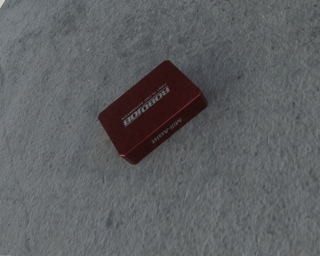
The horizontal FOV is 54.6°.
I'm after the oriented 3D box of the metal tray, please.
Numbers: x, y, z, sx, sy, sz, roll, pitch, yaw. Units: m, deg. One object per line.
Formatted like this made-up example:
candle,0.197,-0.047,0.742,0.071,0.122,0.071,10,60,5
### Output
metal tray,-0.013,-0.024,0.423,0.130,0.030,0.090,-39,51,1
